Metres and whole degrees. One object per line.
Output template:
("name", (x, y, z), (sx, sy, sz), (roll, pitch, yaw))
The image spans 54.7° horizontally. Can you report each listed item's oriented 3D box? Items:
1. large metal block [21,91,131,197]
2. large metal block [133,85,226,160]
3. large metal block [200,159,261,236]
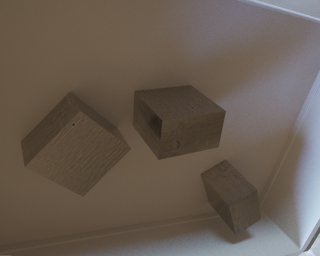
("large metal block", (-0.095, 0.020, 0.354), (0.080, 0.050, 0.080), (-45, 130, 3))
("large metal block", (0.020, -0.011, 0.379), (0.081, 0.080, 0.050), (-9, 123, -24))
("large metal block", (0.116, 0.113, 0.509), (0.050, 0.080, 0.080), (-29, 129, -11))
